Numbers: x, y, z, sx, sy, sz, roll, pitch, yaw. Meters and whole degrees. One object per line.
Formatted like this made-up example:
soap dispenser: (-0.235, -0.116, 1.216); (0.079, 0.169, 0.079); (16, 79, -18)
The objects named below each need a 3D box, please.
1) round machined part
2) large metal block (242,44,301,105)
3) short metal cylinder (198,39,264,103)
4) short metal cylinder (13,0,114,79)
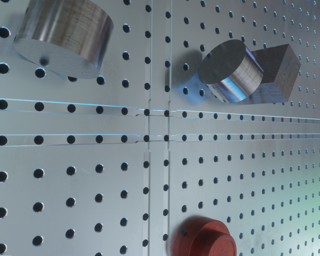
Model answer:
round machined part: (0.078, 0.188, 0.463); (0.099, 0.042, 0.097); (0, 90, -40)
large metal block: (0.178, -0.088, 0.522); (0.050, 0.080, 0.080); (42, 65, -32)
short metal cylinder: (0.104, -0.084, 0.460); (0.050, 0.080, 0.080); (37, 67, -34)
short metal cylinder: (-0.090, -0.087, 0.297); (0.080, 0.080, 0.050); (24, 75, -38)
